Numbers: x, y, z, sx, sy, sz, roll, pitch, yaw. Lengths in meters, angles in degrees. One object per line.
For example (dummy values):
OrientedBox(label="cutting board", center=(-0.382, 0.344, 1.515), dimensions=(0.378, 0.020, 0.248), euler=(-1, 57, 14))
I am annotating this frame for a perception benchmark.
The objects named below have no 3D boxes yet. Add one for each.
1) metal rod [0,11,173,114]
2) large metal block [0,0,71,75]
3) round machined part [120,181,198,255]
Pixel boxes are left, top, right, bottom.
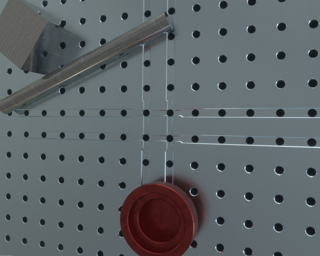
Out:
OrientedBox(label="metal rod", center=(-0.120, -0.088, 0.454), dimensions=(0.300, 0.025, 0.025), euler=(-22, 83, 18))
OrientedBox(label="large metal block", center=(-0.199, -0.140, 0.469), dimensions=(0.080, 0.050, 0.080), euler=(38, 102, 16))
OrientedBox(label="round machined part", center=(0.002, 0.118, 0.403), dimensions=(0.098, 0.042, 0.097), euler=(0, 90, 20))
